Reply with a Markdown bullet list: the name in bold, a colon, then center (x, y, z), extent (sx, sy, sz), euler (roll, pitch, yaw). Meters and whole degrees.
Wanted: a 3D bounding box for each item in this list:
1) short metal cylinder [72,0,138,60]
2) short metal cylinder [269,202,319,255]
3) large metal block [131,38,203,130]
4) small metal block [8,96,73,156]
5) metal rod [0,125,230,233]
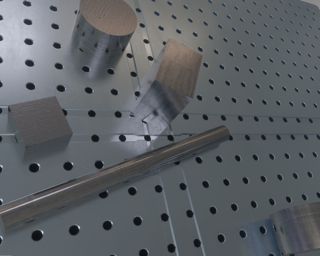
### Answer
- **short metal cylinder**: center (-0.078, -0.144, 0.438), extent (0.081, 0.050, 0.080), euler (14, 56, -21)
- **short metal cylinder**: center (0.188, 0.130, 0.395), extent (0.081, 0.080, 0.050), euler (5, 60, -26)
- **large metal block**: center (0.009, -0.057, 0.412), extent (0.050, 0.080, 0.080), euler (26, 53, -13)
- **small metal block**: center (-0.131, -0.003, 0.339), extent (0.050, 0.025, 0.050), euler (-18, 71, -35)
- **metal rod**: center (-0.026, 0.045, 0.366), extent (0.302, 0.025, 0.025), euler (-18, 71, -35)
